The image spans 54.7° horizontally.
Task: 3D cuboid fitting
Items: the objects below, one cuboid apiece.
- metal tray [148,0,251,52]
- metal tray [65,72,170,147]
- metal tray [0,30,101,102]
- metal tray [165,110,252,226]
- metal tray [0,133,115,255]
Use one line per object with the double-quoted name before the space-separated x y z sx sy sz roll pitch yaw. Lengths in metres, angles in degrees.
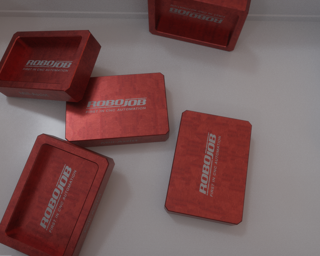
"metal tray" 0.050 -0.158 0.433 0.131 0.090 0.030 14 71 4
"metal tray" -0.056 -0.024 0.415 0.131 0.030 0.090 -4 70 -2
"metal tray" -0.153 -0.085 0.413 0.130 0.030 0.090 6 69 22
"metal tray" 0.061 0.048 0.390 0.091 0.030 0.130 11 70 3
"metal tray" -0.119 0.082 0.359 0.090 0.030 0.129 21 85 7
